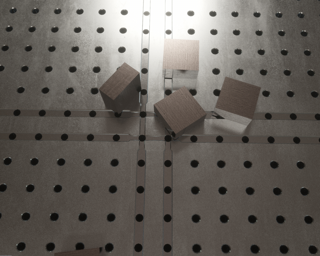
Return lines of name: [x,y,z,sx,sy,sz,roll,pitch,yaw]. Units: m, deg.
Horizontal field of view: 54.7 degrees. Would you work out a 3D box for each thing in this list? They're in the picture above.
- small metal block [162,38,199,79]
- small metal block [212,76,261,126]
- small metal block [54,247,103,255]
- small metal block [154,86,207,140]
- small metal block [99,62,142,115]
small metal block: [0.030,-0.100,0.449,0.050,0.025,0.050,3,70,1]
small metal block: [0.105,-0.037,0.427,0.050,0.025,0.050,19,71,6]
small metal block: [-0.090,0.165,0.351,0.050,0.025,0.050,-6,70,-3]
small metal block: [0.027,-0.021,0.420,0.050,0.025,0.050,-33,74,-12]
small metal block: [-0.052,-0.052,0.417,0.025,0.050,0.050,37,74,12]
